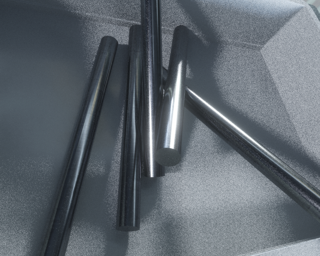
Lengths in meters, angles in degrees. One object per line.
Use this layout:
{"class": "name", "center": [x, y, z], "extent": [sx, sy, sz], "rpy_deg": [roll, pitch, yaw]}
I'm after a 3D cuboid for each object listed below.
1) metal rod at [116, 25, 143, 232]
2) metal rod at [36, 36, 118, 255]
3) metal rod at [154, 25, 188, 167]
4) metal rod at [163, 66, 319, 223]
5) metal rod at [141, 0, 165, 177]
{"class": "metal rod", "center": [-0.034, -0.022, 0.401], "extent": [0.025, 0.025, 0.299], "rpy_deg": [13, 56, -21]}
{"class": "metal rod", "center": [-0.086, 0.002, 0.358], "extent": [0.025, 0.025, 0.300], "rpy_deg": [19, 54, -18]}
{"class": "metal rod", "center": [0.022, -0.067, 0.406], "extent": [0.025, 0.025, 0.300], "rpy_deg": [25, 38, -13]}
{"class": "metal rod", "center": [0.086, 0.007, 0.375], "extent": [0.025, 0.025, 0.300], "rpy_deg": [-18, 48, -35]}
{"class": "metal rod", "center": [-0.010, -0.092, 0.378], "extent": [0.025, 0.025, 0.298], "rpy_deg": [0, 87, -29]}
